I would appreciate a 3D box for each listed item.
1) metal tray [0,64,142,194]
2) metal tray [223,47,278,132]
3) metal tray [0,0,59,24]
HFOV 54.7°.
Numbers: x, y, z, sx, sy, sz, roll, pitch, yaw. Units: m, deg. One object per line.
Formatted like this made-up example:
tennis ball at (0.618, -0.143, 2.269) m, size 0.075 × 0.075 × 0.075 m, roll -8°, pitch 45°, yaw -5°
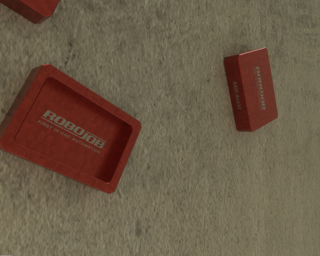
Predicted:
metal tray at (-0.089, 0.005, 0.327) m, size 0.130 × 0.030 × 0.090 m, roll 34°, pitch 69°, yaw -35°
metal tray at (0.161, -0.067, 0.539) m, size 0.091 × 0.030 × 0.129 m, roll -23°, pitch 105°, yaw -38°
metal tray at (-0.126, -0.180, 0.296) m, size 0.090 × 0.030 × 0.130 m, roll 30°, pitch 72°, yaw -36°
